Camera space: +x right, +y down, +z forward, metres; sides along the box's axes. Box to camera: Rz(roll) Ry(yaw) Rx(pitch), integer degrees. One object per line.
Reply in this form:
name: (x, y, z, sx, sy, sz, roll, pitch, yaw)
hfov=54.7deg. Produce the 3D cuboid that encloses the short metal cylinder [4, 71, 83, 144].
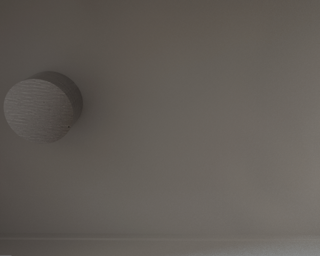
short metal cylinder: (-0.142, -0.027, 0.386, 0.081, 0.050, 0.079, 0, 110, -1)
